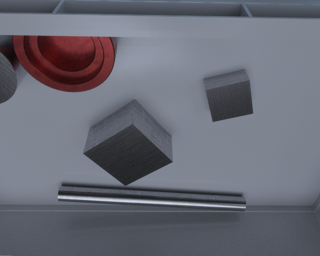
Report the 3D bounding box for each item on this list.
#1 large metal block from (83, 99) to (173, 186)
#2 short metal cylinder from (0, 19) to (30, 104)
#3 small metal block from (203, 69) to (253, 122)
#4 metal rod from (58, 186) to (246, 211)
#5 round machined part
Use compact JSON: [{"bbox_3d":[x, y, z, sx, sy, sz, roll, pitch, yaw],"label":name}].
[{"bbox_3d":[-0.040,0.022,0.411,0.080,0.050,0.080,-30,125,22],"label":"large metal block"},{"bbox_3d":[-0.186,-0.071,0.329,0.081,0.050,0.079,0,130,0],"label":"short metal cylinder"},{"bbox_3d":[0.083,-0.039,0.378,0.050,0.025,0.050,-12,129,9],"label":"small metal block"},{"bbox_3d":[-0.010,0.116,0.507,0.302,0.025,0.025,4,130,-5],"label":"metal rod"},{"bbox_3d":[-0.094,-0.089,0.320,0.099,0.042,0.097,0,132,0],"label":"round machined part"}]
